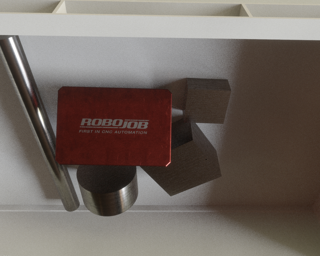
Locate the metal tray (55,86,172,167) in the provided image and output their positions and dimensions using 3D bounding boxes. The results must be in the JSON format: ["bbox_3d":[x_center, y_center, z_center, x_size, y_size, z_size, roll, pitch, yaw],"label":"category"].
[{"bbox_3d":[-0.053,-0.001,0.368,0.131,0.030,0.089,1,87,-2],"label":"metal tray"}]

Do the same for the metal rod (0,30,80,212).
[{"bbox_3d":[-0.154,0.016,0.420,0.025,0.025,0.298,-3,130,2],"label":"metal rod"}]

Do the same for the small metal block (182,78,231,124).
[{"bbox_3d":[0.056,-0.033,0.382,0.050,0.025,0.050,2,130,-3],"label":"small metal block"}]

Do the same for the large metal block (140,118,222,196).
[{"bbox_3d":[0.027,0.040,0.428,0.080,0.050,0.080,-26,126,20],"label":"large metal block"}]

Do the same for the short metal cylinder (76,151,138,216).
[{"bbox_3d":[-0.072,0.076,0.437,0.081,0.080,0.050,0,130,0],"label":"short metal cylinder"}]
